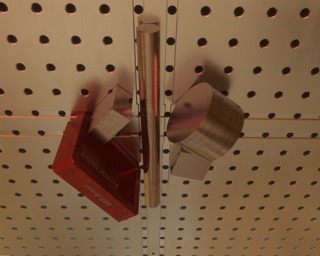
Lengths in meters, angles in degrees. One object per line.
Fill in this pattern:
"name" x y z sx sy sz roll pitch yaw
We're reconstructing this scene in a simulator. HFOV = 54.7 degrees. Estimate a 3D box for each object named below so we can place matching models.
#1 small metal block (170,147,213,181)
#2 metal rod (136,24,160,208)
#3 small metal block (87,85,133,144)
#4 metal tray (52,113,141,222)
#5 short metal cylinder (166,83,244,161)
"small metal block" 0.046 0.048 0.454 0.050 0.025 0.050 12 129 -10
"metal rod" -0.013 0.010 0.419 0.025 0.025 0.298 0 130 0
"small metal block" -0.060 -0.017 0.379 0.025 0.050 0.050 34 122 -26
"metal tray" -0.076 0.054 0.413 0.030 0.090 0.130 -26 126 20
"short metal cylinder" 0.052 -0.007 0.370 0.050 0.080 0.080 31 123 -24
